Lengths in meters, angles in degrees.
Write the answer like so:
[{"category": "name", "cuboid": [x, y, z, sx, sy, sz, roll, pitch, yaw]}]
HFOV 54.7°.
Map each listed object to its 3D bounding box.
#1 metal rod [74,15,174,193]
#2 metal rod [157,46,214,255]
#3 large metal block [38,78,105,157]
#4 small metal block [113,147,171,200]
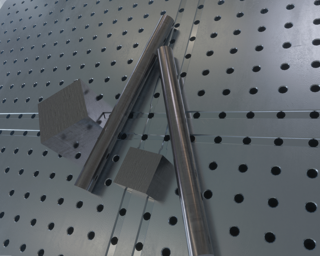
[{"category": "metal rod", "cuboid": [-0.045, -0.048, 0.461, 0.025, 0.025, 0.300, 11, 67, 33]}, {"category": "metal rod", "cuboid": [0.024, 0.006, 0.391, 0.025, 0.025, 0.299, -20, 54, 17]}, {"category": "large metal block", "cuboid": [-0.134, -0.015, 0.472, 0.080, 0.050, 0.080, -29, 52, 9]}, {"category": "small metal block", "cuboid": [-0.022, 0.055, 0.386, 0.050, 0.025, 0.050, 12, 67, 33]}]
